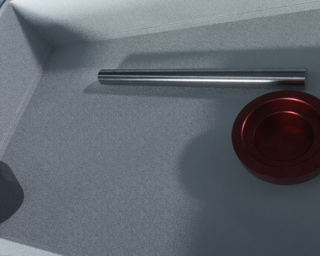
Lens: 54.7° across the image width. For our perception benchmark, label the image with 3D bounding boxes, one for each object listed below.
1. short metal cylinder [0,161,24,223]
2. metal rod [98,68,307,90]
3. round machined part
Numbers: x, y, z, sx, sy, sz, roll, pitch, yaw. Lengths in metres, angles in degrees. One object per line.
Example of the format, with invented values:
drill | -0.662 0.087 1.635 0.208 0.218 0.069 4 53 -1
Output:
short metal cylinder | -0.243 0.092 0.439 0.080 0.080 0.050 -48 52 -5
metal rod | 0.037 -0.069 0.427 0.300 0.025 0.025 6 65 30
round machined part | 0.128 0.013 0.320 0.098 0.042 0.098 -13 56 20
